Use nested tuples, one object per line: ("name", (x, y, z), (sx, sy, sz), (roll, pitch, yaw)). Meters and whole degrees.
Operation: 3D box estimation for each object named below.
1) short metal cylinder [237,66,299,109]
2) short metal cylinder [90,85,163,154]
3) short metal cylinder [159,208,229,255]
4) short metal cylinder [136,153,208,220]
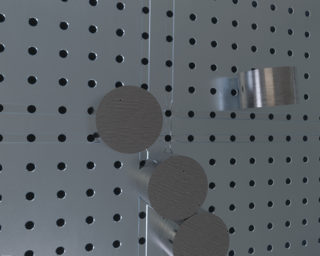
("short metal cylinder", (0.153, -0.055, 0.439), (0.081, 0.080, 0.050), (-6, 92, -20))
("short metal cylinder", (-0.043, -0.010, 0.383), (0.081, 0.050, 0.079), (0, 90, -20))
("short metal cylinder", (0.045, 0.147, 0.416), (0.081, 0.050, 0.079), (0, 90, -20))
("short metal cylinder", (0.015, 0.074, 0.405), (0.081, 0.050, 0.079), (0, 90, -20))
